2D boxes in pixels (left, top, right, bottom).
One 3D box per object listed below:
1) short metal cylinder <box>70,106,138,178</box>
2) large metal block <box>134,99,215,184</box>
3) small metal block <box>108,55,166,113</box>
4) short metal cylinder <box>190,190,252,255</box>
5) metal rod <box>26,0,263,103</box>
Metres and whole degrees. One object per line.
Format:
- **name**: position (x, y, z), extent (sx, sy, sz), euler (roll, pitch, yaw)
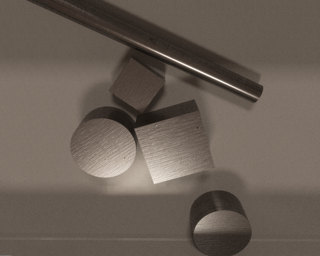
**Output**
- **short metal cylinder**: position (-0.070, 0.017, 0.403), extent (0.081, 0.050, 0.079), euler (0, 110, -1)
- **large metal block**: position (0.019, 0.017, 0.405), extent (0.080, 0.050, 0.080), euler (-16, 110, 5)
- **small metal block**: position (-0.028, -0.055, 0.391), extent (0.050, 0.025, 0.050), euler (34, 106, -12)
- **short metal cylinder**: position (0.086, 0.138, 0.450), extent (0.081, 0.050, 0.079), euler (0, 110, -1)
- **metal rod**: position (-0.013, -0.101, 0.373), extent (0.302, 0.025, 0.025), euler (23, 108, -9)
